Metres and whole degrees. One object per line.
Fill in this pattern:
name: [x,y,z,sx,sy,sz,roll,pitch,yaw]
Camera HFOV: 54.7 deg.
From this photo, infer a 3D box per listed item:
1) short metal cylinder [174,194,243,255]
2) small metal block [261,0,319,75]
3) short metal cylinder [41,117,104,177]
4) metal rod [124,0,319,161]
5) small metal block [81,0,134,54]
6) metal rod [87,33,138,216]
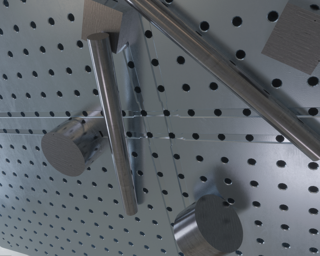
short metal cylinder: [0.066,0.139,0.427,0.080,0.080,0.050,41,129,0]
small metal block: [0.131,-0.085,0.289,0.050,0.025,0.050,28,128,10]
short metal cylinder: [-0.136,0.029,0.485,0.080,0.050,0.079,13,124,21]
metal rod: [0.060,-0.071,0.335,0.300,0.025,0.025,40,129,0]
small metal block: [-0.063,-0.124,0.368,0.050,0.025,0.050,26,128,12]
metal rod: [-0.059,0.017,0.436,0.025,0.025,0.298,12,129,22]
